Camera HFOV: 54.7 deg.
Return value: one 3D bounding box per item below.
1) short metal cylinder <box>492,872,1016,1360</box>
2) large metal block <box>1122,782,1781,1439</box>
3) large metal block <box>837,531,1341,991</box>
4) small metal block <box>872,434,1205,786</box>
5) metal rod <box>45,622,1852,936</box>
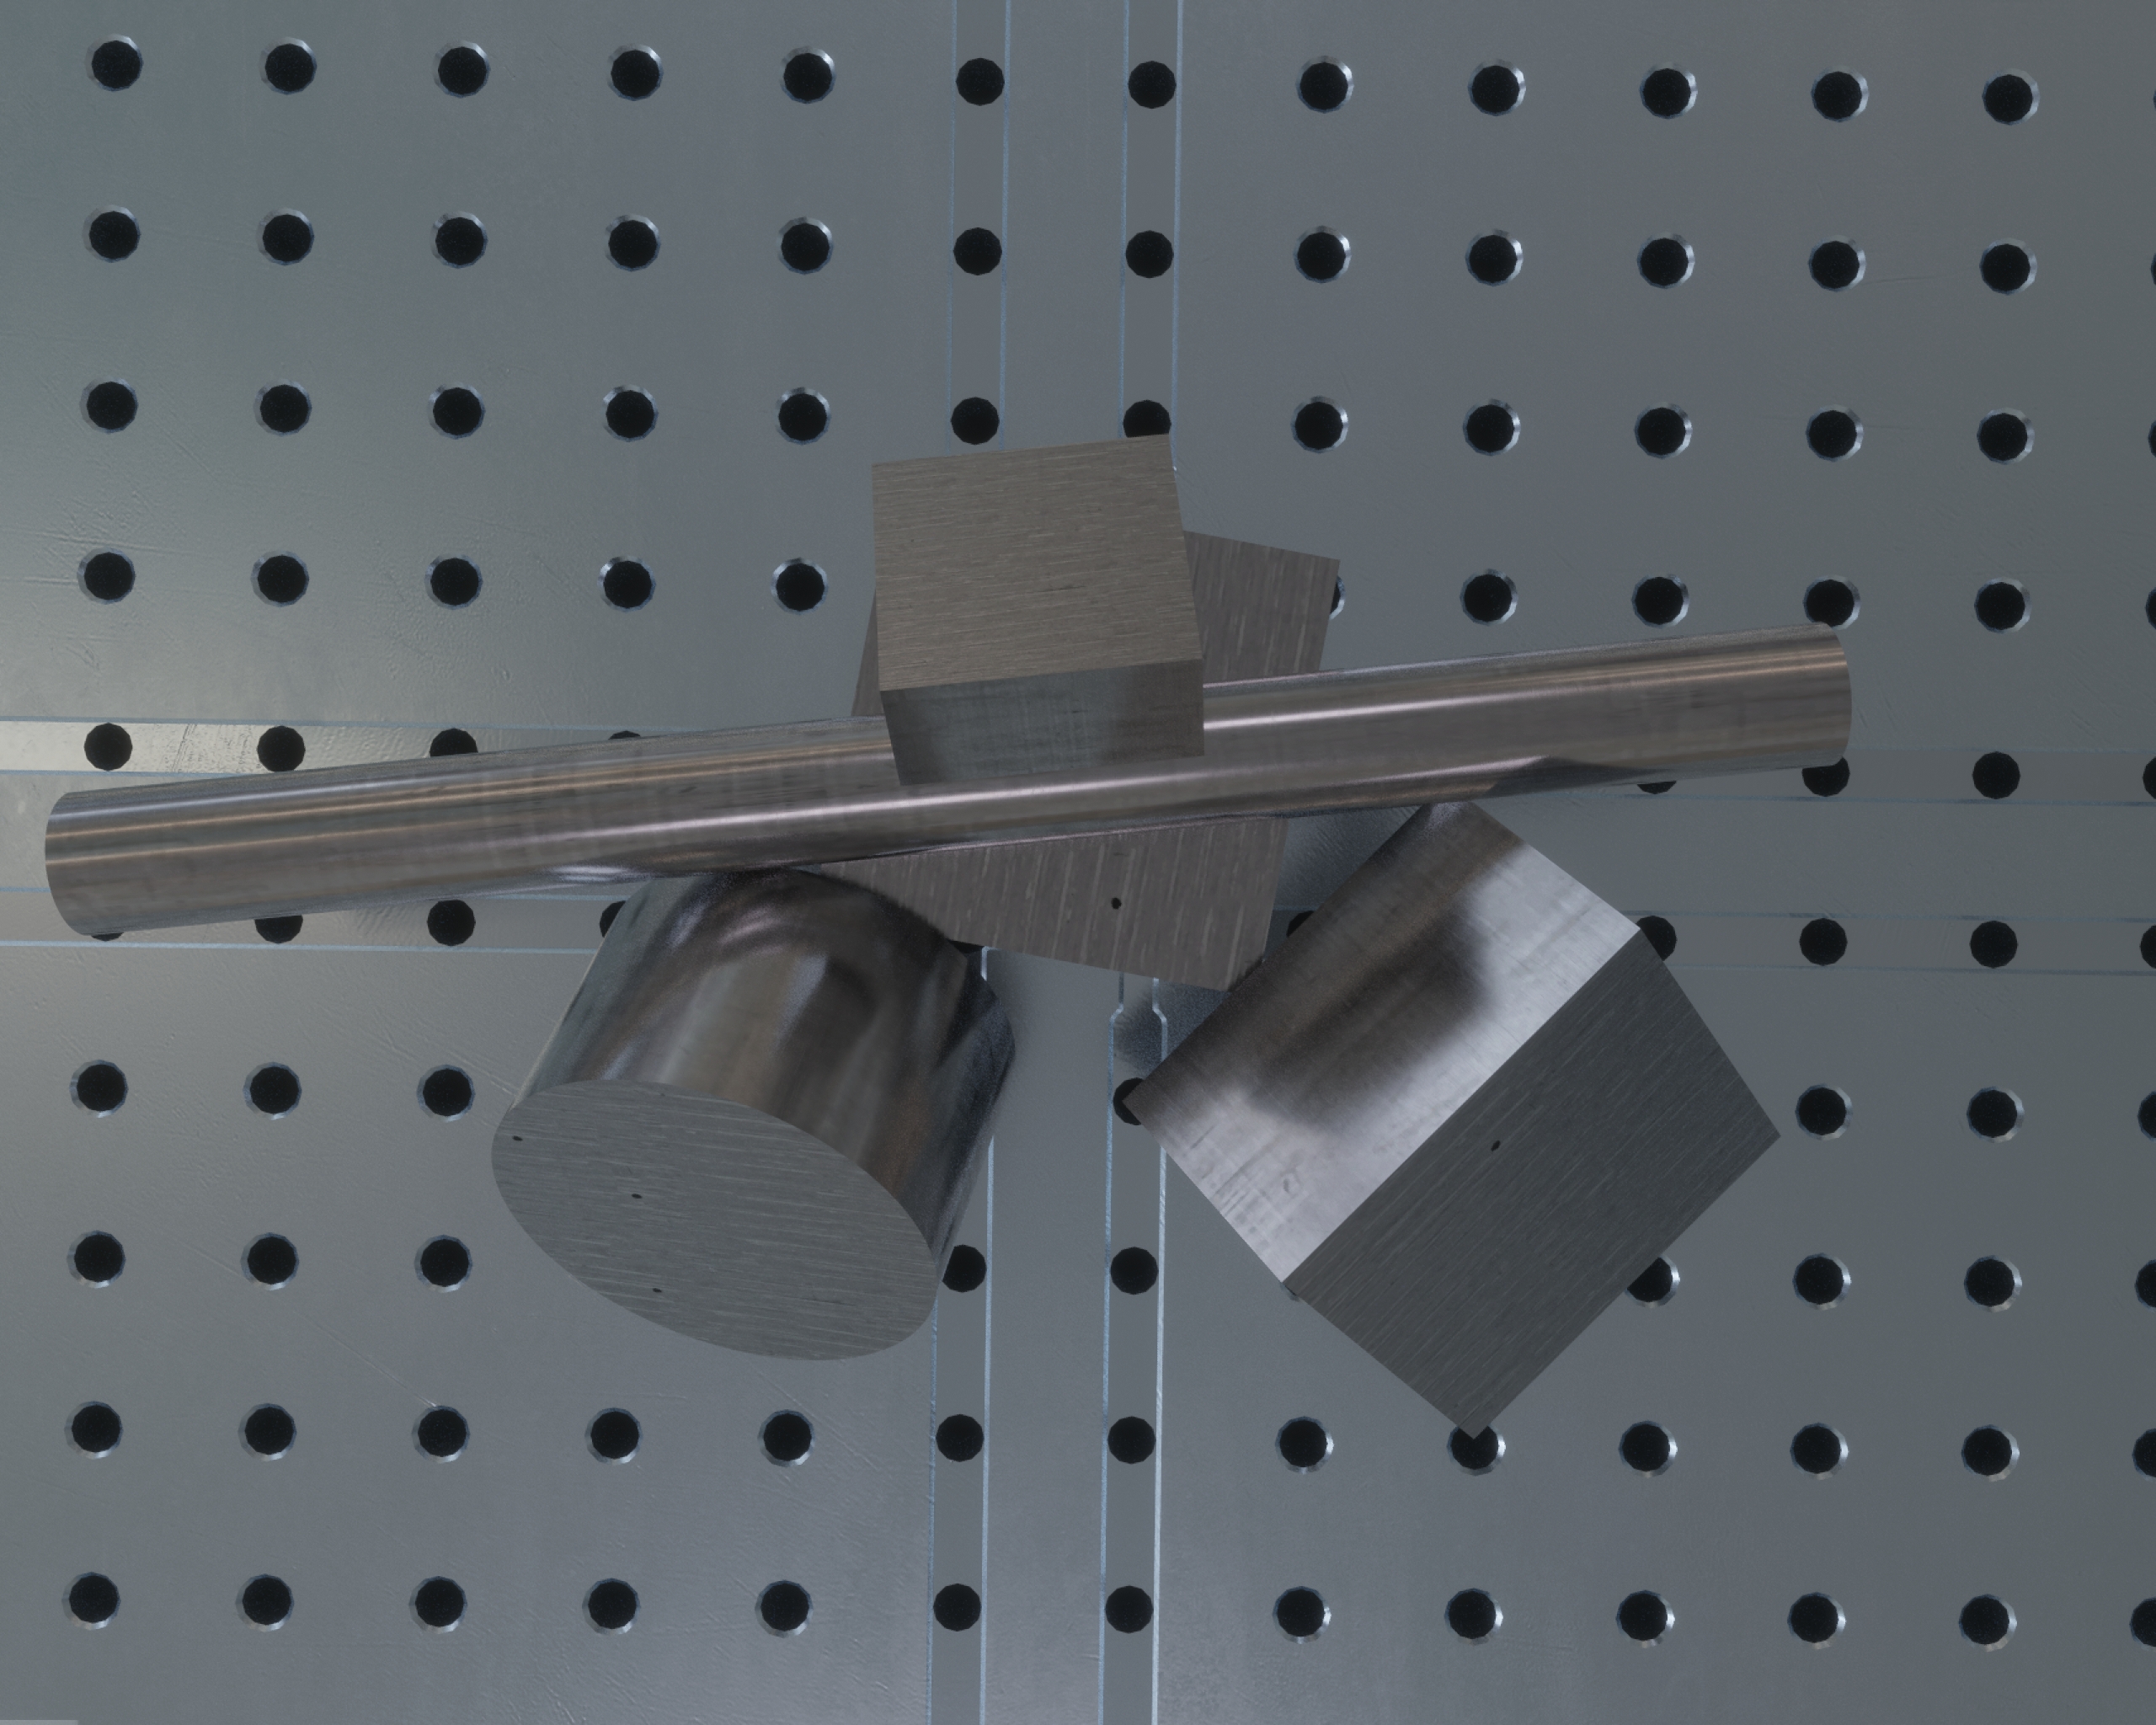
[{"bbox_3d":[-0.057,0.046,0.376,0.080,0.079,0.050,19,47,0],"label":"short metal cylinder"},{"bbox_3d":[0.069,0.046,0.376,0.080,0.050,0.080,-45,134,0],"label":"large metal block"},{"bbox_3d":[0.000,-0.023,0.397,0.080,0.050,0.080,11,90,0],"label":"large metal block"},{"bbox_3d":[-0.007,-0.042,0.348,0.050,0.025,0.050,-6,55,0],"label":"small metal block"},{"bbox_3d":[-0.021,-0.014,0.360,0.302,0.025,0.025,-6,90,0],"label":"metal rod"}]
